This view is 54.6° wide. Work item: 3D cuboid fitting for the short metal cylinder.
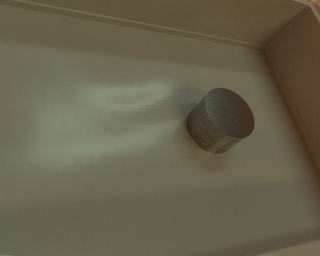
[{"bbox_3d":[0.085,-0.010,0.441,0.081,0.050,0.080,13,56,-21],"label":"short metal cylinder"}]
